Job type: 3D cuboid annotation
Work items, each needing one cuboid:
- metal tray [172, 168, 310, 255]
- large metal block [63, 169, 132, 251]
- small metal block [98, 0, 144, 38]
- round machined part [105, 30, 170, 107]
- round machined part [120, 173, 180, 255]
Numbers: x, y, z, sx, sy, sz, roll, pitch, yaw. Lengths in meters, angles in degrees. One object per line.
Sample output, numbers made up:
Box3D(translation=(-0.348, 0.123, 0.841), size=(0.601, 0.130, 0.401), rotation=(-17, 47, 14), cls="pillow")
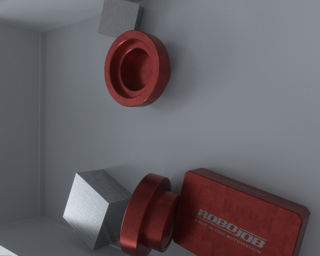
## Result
Box3D(translation=(0.080, 0.106, 0.334), size=(0.130, 0.030, 0.089), rotation=(18, 101, 36), cls="metal tray")
Box3D(translation=(-0.093, 0.119, 0.465), size=(0.080, 0.050, 0.079), rotation=(32, 110, 35), cls="large metal block")
Box3D(translation=(-0.055, -0.151, 0.436), size=(0.050, 0.025, 0.050), rotation=(16, 102, 8), cls="small metal block")
Box3D(translation=(-0.025, -0.077, 0.413), size=(0.098, 0.042, 0.097), rotation=(2, 94, 38), cls="round machined part")
Box3D(translation=(-0.004, 0.106, 0.366), size=(0.042, 0.098, 0.097), rotation=(14, 100, 19), cls="round machined part")
